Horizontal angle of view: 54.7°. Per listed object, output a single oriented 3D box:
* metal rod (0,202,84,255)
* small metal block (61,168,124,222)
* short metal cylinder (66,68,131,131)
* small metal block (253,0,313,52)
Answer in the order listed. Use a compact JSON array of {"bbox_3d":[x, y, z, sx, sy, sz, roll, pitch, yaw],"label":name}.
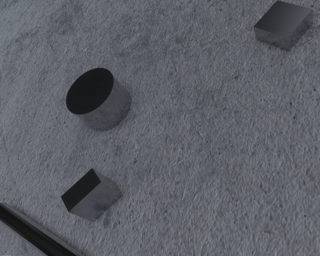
[{"bbox_3d":[-0.110,0.153,0.365,0.300,0.025,0.025,16,70,34],"label":"metal rod"},{"bbox_3d":[-0.082,0.083,0.378,0.050,0.050,0.025,-43,51,-1],"label":"small metal block"},{"bbox_3d":[-0.090,-0.042,0.459,0.080,0.050,0.080,-13,56,20],"label":"short metal cylinder"},{"bbox_3d":[0.160,-0.133,0.402,0.050,0.025,0.050,-48,52,-6],"label":"small metal block"}]
